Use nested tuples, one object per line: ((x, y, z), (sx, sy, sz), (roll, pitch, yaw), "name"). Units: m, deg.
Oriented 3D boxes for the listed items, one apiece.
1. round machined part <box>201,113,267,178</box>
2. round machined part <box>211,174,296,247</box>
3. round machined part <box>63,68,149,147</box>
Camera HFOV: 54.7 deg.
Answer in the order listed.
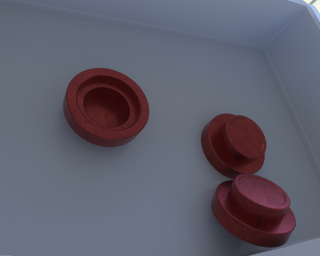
((0.112, 0.020, 0.445), (0.099, 0.042, 0.098), (14, 56, -21), "round machined part")
((0.115, 0.091, 0.373), (0.099, 0.042, 0.098), (13, 23, -6), "round machined part")
((-0.066, -0.021, 0.373), (0.099, 0.042, 0.098), (14, 56, -21), "round machined part")
